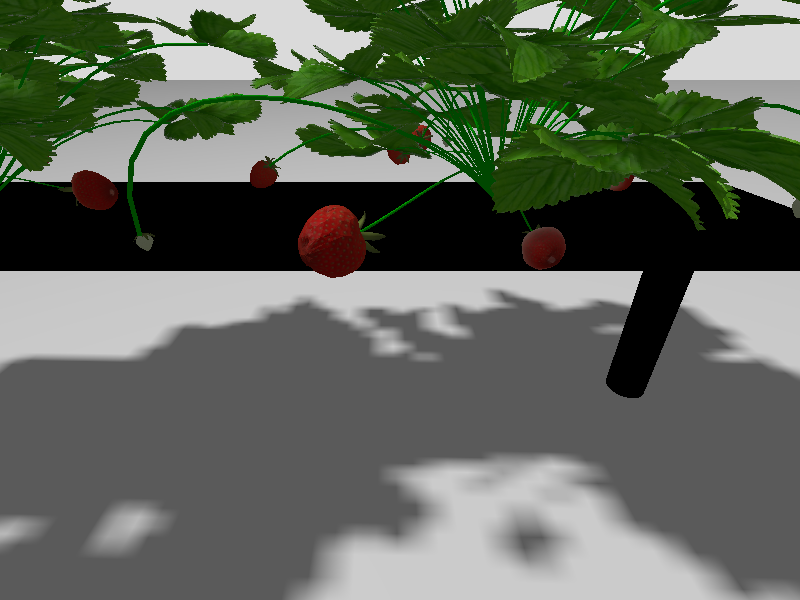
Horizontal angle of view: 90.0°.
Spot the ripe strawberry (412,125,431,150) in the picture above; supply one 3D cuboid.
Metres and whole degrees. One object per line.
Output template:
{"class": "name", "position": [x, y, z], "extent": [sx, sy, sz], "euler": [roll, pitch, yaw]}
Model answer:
{"class": "ripe strawberry", "position": [0.026, -0.225, 0.557], "extent": [0.033, 0.035, 0.035], "euler": [-7, 23, -12]}

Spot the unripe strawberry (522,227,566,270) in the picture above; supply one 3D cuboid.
{"class": "unripe strawberry", "position": [0.083, -0.028, 0.229], "extent": [0.024, 0.025, 0.026], "euler": [0, 31, 1]}

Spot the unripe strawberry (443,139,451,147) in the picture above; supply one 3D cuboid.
{"class": "unripe strawberry", "position": [0.063, -0.212, 0.540], "extent": [0.010, 0.011, 0.011], "euler": [-3, 31, -5]}

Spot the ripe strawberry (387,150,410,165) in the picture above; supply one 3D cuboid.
{"class": "ripe strawberry", "position": [-0.003, -0.180, 0.483], "extent": [0.029, 0.030, 0.031], "euler": [-16, 33, -25]}

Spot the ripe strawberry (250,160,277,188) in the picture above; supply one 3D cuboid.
{"class": "ripe strawberry", "position": [-0.132, -0.119, 0.384], "extent": [0.027, 0.023, 0.027], "euler": [-33, 18, 27]}

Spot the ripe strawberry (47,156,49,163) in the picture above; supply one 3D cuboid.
{"class": "ripe strawberry", "position": [-0.434, -0.175, 0.474], "extent": [0.030, 0.032, 0.033], "euler": [-13, 32, -22]}

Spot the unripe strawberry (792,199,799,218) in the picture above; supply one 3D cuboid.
{"class": "unripe strawberry", "position": [0.316, -0.072, 0.313], "extent": [0.016, 0.016, 0.015], "euler": [5, 31, 9]}

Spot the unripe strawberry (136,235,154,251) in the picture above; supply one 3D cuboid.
{"class": "unripe strawberry", "position": [-0.161, -0.036, 0.253], "extent": [0.010, 0.010, 0.011], "euler": [-13, 33, -21]}

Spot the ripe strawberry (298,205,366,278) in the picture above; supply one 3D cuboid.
{"class": "ripe strawberry", "position": [-0.038, -0.031, 0.218], "extent": [0.034, 0.039, 0.037], "euler": [23, 38, 34]}

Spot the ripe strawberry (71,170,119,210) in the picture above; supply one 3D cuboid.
{"class": "ripe strawberry", "position": [-0.244, -0.088, 0.322], "extent": [0.030, 0.032, 0.028], "euler": [7, 31, 11]}

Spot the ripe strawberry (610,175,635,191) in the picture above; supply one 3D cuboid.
{"class": "ripe strawberry", "position": [0.211, -0.119, 0.382], "extent": [0.028, 0.028, 0.027], "euler": [-8, 31, -15]}
